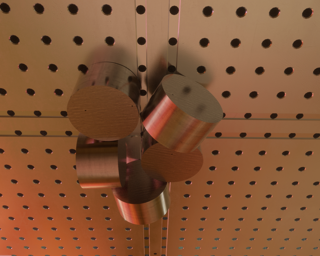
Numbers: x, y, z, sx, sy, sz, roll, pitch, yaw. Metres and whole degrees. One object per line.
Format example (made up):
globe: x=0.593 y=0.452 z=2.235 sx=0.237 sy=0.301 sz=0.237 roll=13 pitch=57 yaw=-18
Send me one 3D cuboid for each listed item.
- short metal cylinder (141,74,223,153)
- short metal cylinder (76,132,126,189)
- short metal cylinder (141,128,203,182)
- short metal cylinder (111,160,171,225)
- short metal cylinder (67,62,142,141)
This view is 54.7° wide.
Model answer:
short metal cylinder: x=0.025 y=-0.018 z=0.361 sx=0.080 sy=0.080 sz=0.050 roll=22 pitch=126 yaw=-18
short metal cylinder: x=-0.075 y=0.039 z=0.409 sx=0.050 sy=0.080 sz=0.079 roll=-2 pitch=130 yaw=1
short metal cylinder: x=0.016 y=0.029 z=0.420 sx=0.081 sy=0.050 sz=0.079 roll=-1 pitch=131 yaw=0
short metal cylinder: x=-0.026 y=0.093 z=0.453 sx=0.080 sy=0.080 sz=0.050 roll=-5 pitch=130 yaw=4
short metal cylinder: x=-0.064 y=-0.031 z=0.368 sx=0.080 sy=0.050 sz=0.079 roll=0 pitch=131 yaw=1
